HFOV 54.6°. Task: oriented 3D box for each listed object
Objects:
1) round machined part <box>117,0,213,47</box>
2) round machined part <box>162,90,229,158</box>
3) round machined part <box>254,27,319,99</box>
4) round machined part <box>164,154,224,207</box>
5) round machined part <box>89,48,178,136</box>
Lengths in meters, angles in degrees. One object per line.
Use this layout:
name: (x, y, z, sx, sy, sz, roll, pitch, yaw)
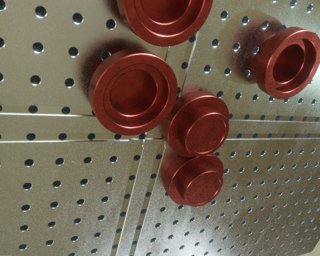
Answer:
round machined part: (0.002, -0.137, 0.316, 0.099, 0.042, 0.097, -14, 124, -21)
round machined part: (0.056, 0.001, 0.430, 0.099, 0.042, 0.097, -14, 124, -21)
round machined part: (0.174, -0.093, 0.437, 0.099, 0.042, 0.097, -14, 124, -21)
round machined part: (0.059, 0.083, 0.483, 0.099, 0.042, 0.097, -14, 124, -21)
round machined part: (-0.033, -0.043, 0.355, 0.099, 0.042, 0.097, -14, 124, -21)
